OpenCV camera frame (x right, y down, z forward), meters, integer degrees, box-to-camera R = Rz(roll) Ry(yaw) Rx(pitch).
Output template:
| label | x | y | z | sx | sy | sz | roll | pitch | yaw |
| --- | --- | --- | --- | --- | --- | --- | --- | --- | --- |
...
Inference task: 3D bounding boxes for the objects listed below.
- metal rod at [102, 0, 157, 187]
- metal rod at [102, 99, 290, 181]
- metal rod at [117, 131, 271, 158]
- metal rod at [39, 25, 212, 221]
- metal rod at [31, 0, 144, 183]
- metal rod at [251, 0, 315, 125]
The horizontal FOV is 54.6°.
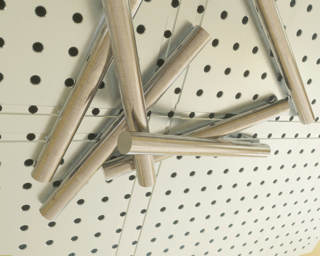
| label | x | y | z | sx | sy | sz | roll | pitch | yaw |
| --- | --- | --- | --- | --- | --- | --- | --- | --- | --- |
| metal rod | -0.032 | -0.053 | 0.326 | 0.025 | 0.025 | 0.298 | -19 | 126 | -17 |
| metal rod | 0.062 | 0.012 | 0.451 | 0.302 | 0.025 | 0.025 | -19 | 126 | -17 |
| metal rod | 0.071 | 0.027 | 0.427 | 0.302 | 0.025 | 0.025 | 6 | 116 | -44 |
| metal rod | -0.046 | -0.002 | 0.383 | 0.299 | 0.025 | 0.025 | -49 | 129 | 6 |
| metal rod | -0.067 | -0.067 | 0.332 | 0.025 | 0.025 | 0.299 | 20 | 108 | -36 |
| metal rod | 0.178 | -0.102 | 0.444 | 0.025 | 0.025 | 0.300 | -42 | 129 | 0 |
